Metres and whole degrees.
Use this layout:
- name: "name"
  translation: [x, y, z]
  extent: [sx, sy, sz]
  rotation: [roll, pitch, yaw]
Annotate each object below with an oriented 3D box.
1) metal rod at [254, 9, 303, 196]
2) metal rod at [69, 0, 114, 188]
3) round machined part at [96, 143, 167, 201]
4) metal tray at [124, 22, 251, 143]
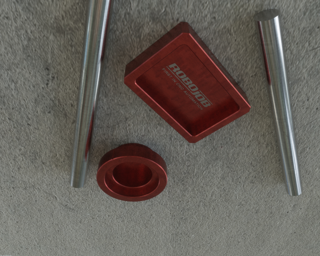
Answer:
- name: "metal rod"
  translation: [0.161, -0.008, 0.402]
  extent: [0.025, 0.025, 0.299]
  rotation: [-17, 129, 13]
- name: "metal rod"
  translation: [-0.090, -0.028, 0.381]
  extent: [0.025, 0.025, 0.298]
  rotation: [11, 129, -10]
- name: "round machined part"
  translation: [-0.039, 0.060, 0.446]
  extent: [0.099, 0.042, 0.097]
  rotation: [-1, 130, 0]
- name: "metal tray"
  translation: [0.034, -0.046, 0.364]
  extent: [0.090, 0.030, 0.130]
  rotation: [-33, 123, 24]
